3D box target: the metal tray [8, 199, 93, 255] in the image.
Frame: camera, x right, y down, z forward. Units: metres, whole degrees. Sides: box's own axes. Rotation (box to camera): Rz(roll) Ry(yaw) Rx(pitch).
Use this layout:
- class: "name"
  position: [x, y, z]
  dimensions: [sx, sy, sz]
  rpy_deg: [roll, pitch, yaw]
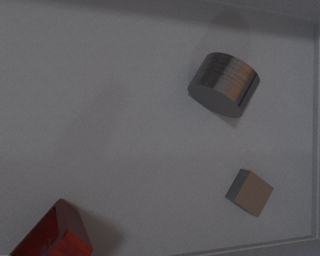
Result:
- class: "metal tray"
  position: [-0.118, 0.129, 0.312]
  dimensions: [0.030, 0.130, 0.090]
  rpy_deg: [44, 76, -15]

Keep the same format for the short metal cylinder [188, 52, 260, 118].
- class: "short metal cylinder"
  position: [0.084, -0.056, 0.414]
  dimensions: [0.080, 0.080, 0.050]
  rpy_deg: [34, 79, -17]

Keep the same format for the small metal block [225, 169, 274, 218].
- class: "small metal block"
  position: [0.133, 0.096, 0.462]
  dimensions: [0.050, 0.025, 0.050]
  rpy_deg: [36, 78, -17]
